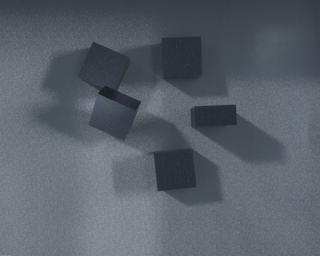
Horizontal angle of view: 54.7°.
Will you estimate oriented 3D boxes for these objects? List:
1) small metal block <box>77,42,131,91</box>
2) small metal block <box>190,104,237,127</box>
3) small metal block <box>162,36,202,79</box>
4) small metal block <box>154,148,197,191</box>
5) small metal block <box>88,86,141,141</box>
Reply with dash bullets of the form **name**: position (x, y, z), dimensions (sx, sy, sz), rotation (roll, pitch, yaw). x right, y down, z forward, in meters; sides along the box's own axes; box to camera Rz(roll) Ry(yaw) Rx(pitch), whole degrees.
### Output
- **small metal block**: position (-0.073, -0.078, 0.410), dimensions (0.050, 0.025, 0.050), rotation (24, 90, -1)
- **small metal block**: position (0.068, -0.015, 0.400), dimensions (0.050, 0.050, 0.025), rotation (-3, 90, -1)
- **small metal block**: position (0.029, -0.093, 0.412), dimensions (0.050, 0.025, 0.050), rotation (-2, 90, -1)
- **small metal block**: position (0.019, 0.054, 0.412), dimensions (0.050, 0.025, 0.050), rotation (-6, 90, -1)
- **small metal block**: position (-0.058, -0.019, 0.399), dimensions (0.050, 0.025, 0.050), rotation (24, 123, -1)
